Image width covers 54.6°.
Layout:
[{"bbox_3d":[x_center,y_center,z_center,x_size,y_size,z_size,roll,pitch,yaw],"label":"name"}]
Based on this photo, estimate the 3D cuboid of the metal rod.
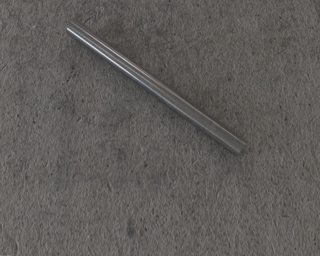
[{"bbox_3d":[-0.012,-0.061,0.430,0.300,0.025,0.025,37,74,12],"label":"metal rod"}]
